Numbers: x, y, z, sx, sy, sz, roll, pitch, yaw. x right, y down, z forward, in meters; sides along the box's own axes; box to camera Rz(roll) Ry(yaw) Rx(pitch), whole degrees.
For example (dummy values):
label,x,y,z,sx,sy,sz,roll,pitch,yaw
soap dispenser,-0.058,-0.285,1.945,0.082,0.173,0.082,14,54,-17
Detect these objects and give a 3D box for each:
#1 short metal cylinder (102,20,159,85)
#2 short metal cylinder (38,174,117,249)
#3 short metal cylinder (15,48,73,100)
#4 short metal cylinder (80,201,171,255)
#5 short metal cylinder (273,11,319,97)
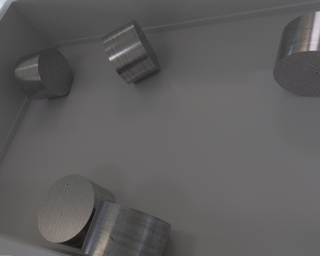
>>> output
label,x,y,z,sx,sy,sz,roll,pitch,yaw
short metal cylinder,-0.041,-0.112,0.461,0.050,0.080,0.080,-26,53,12
short metal cylinder,-0.100,0.103,0.379,0.080,0.050,0.080,-13,56,21
short metal cylinder,-0.197,-0.091,0.530,0.050,0.080,0.080,-8,58,24
short metal cylinder,-0.034,0.113,0.318,0.080,0.080,0.050,5,63,30
short metal cylinder,0.167,-0.075,0.329,0.080,0.080,0.050,7,65,31
